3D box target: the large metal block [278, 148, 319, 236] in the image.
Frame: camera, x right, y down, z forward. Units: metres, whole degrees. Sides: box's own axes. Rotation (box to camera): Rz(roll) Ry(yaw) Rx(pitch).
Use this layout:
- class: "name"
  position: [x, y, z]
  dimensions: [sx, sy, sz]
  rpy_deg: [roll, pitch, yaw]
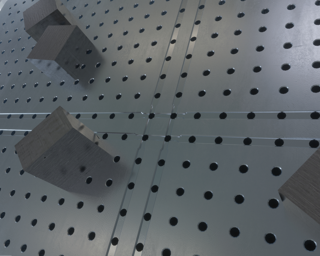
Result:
- class: "large metal block"
  position: [0.165, 0.060, 0.269]
  dimensions: [0.080, 0.050, 0.080]
  rpy_deg: [-45, 51, -3]

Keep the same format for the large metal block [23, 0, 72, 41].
- class: "large metal block"
  position: [-0.240, -0.232, 0.663]
  dimensions: [0.080, 0.050, 0.080]
  rpy_deg: [-32, 52, 8]

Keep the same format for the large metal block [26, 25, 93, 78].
- class: "large metal block"
  position: [-0.187, -0.144, 0.580]
  dimensions: [0.080, 0.050, 0.080]
  rpy_deg: [11, 67, 33]

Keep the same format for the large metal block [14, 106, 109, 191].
- class: "large metal block"
  position: [-0.133, 0.030, 0.426]
  dimensions: [0.080, 0.080, 0.050]
  rpy_deg: [-42, 51, 0]
